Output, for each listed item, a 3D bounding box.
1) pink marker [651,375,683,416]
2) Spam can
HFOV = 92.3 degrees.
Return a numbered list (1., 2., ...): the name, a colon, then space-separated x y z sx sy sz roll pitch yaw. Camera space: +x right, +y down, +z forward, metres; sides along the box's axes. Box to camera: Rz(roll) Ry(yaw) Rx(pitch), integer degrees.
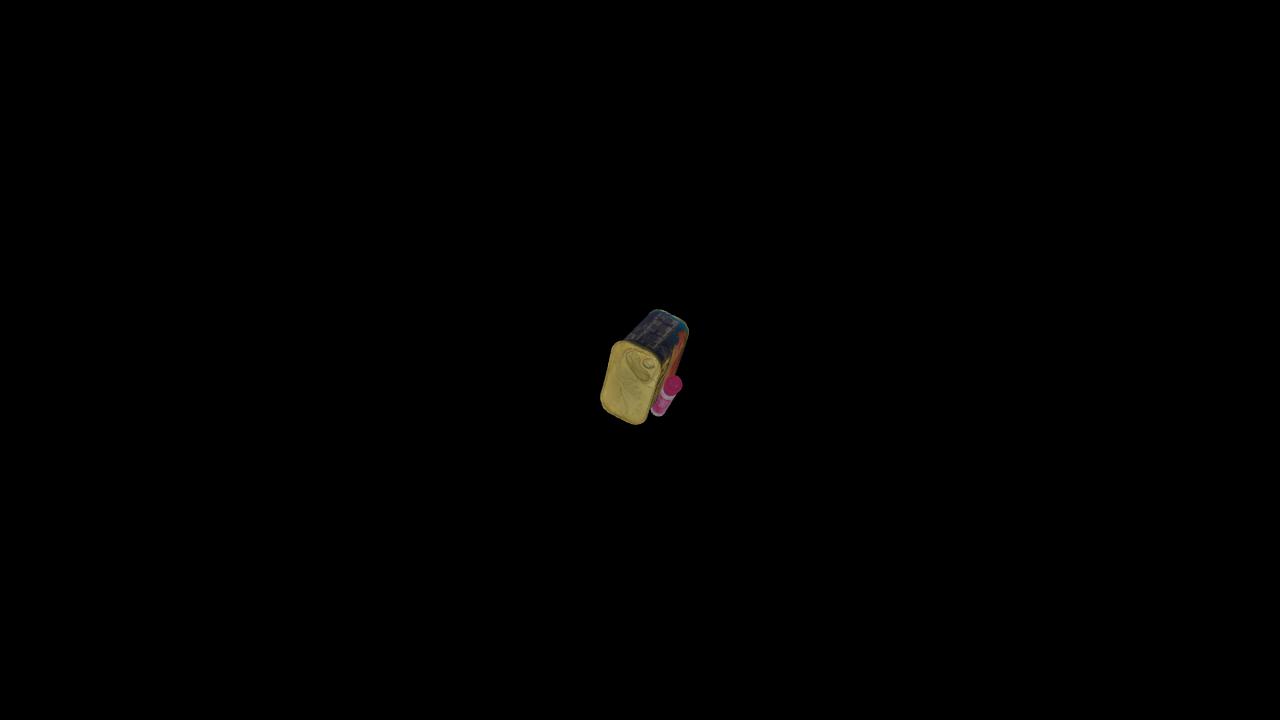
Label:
1. pink marker: 0.029 0.041 0.687 0.020 0.020 0.121 0 -18 -7
2. Spam can: 0.006 0.006 0.673 0.058 0.101 0.085 26 38 12
